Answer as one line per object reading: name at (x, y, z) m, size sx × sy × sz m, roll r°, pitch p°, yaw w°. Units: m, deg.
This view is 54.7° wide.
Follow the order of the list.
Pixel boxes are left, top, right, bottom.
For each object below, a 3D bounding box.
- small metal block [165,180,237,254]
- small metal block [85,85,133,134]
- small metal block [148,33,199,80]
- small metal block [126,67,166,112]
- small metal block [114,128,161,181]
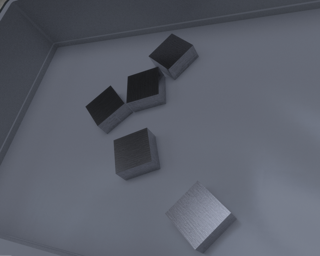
small metal block at (0.043, 0.093, 0.326) m, size 0.050 × 0.025 × 0.050 m, roll -45°, pitch 51°, yaw -3°
small metal block at (-0.076, -0.028, 0.463) m, size 0.050 × 0.025 × 0.050 m, roll -40°, pitch 51°, yaw 1°
small metal block at (0.020, -0.107, 0.461) m, size 0.050 × 0.025 × 0.050 m, roll -45°, pitch 51°, yaw -3°
small metal block at (-0.020, -0.056, 0.450) m, size 0.050 × 0.025 × 0.050 m, roll -14°, pitch 56°, yaw 20°
small metal block at (-0.031, 0.034, 0.401) m, size 0.050 × 0.025 × 0.050 m, roll -21°, pitch 54°, yaw 16°
